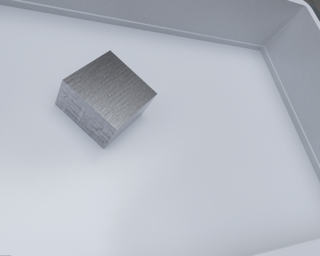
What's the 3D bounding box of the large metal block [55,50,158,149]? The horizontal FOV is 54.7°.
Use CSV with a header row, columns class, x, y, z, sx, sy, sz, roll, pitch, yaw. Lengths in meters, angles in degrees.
class,x,y,z,sx,sy,sz,roll,pitch,yaw
large metal block,-0.065,-0.036,0.378,0.080,0.050,0.080,43,51,1
